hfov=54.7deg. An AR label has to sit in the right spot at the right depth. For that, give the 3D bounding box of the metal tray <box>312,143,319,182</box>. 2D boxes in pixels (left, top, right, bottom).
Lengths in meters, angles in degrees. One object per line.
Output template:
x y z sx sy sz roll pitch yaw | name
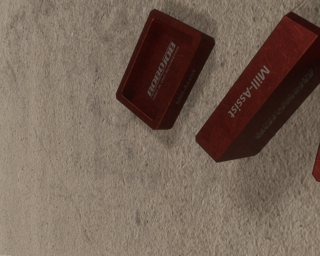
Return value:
0.187 -0.008 0.247 0.090 0.030 0.129 16 100 38 | metal tray

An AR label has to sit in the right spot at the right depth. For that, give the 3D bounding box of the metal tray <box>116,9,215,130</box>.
0.001 -0.073 0.398 0.090 0.030 0.129 40 114 32 | metal tray

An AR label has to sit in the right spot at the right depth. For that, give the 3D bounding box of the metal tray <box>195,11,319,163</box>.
0.099 -0.028 0.280 0.030 0.091 0.129 48 118 29 | metal tray
